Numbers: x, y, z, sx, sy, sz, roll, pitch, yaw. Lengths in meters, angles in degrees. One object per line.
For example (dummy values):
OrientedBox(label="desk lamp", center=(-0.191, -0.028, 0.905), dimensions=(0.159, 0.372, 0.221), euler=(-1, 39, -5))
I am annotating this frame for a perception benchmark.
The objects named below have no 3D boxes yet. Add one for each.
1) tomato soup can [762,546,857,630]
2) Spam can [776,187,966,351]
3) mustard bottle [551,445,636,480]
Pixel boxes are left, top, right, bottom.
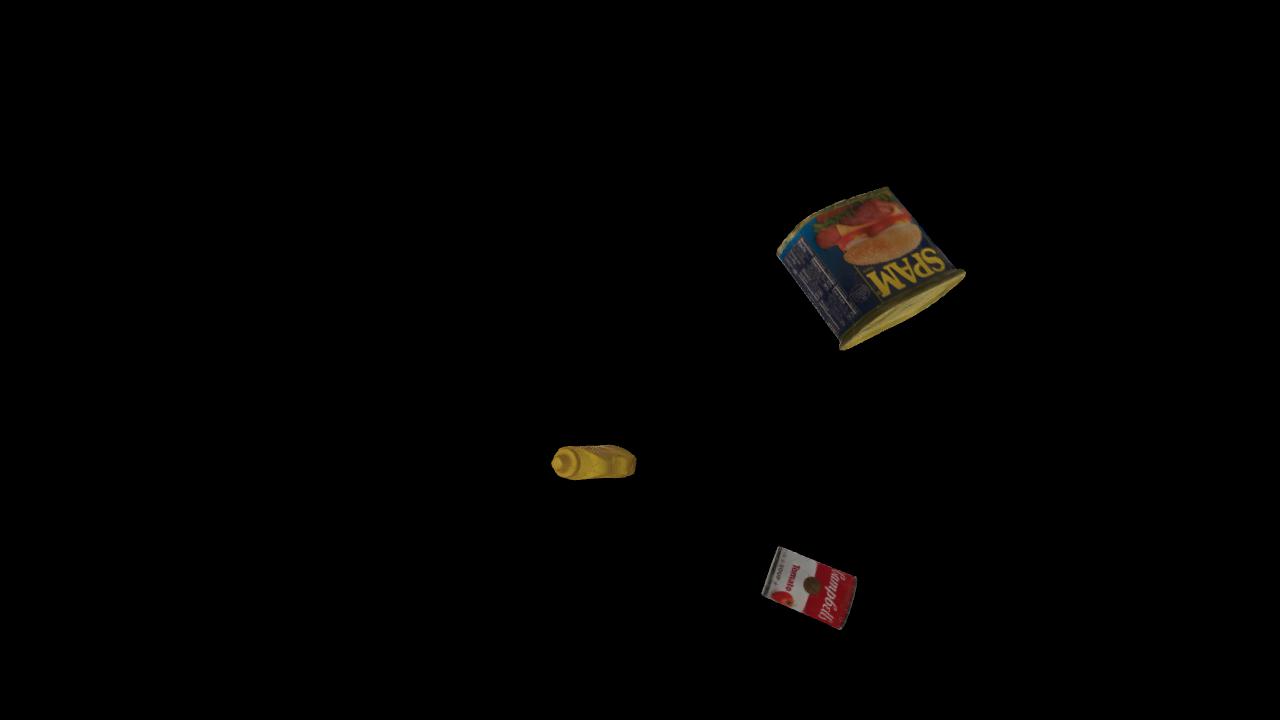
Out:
OrientedBox(label="tomato soup can", center=(0.211, 0.284, 0.772), dimensions=(0.101, 0.068, 0.068), euler=(19, 6, 17))
OrientedBox(label="Spam can", center=(0.160, -0.066, 0.433), dimensions=(0.101, 0.085, 0.058), euler=(-22, -19, -27))
OrientedBox(label="mustard bottle", center=(-0.082, 0.159, 0.956), dimensions=(0.092, 0.054, 0.184), euler=(13, -2, 25))
